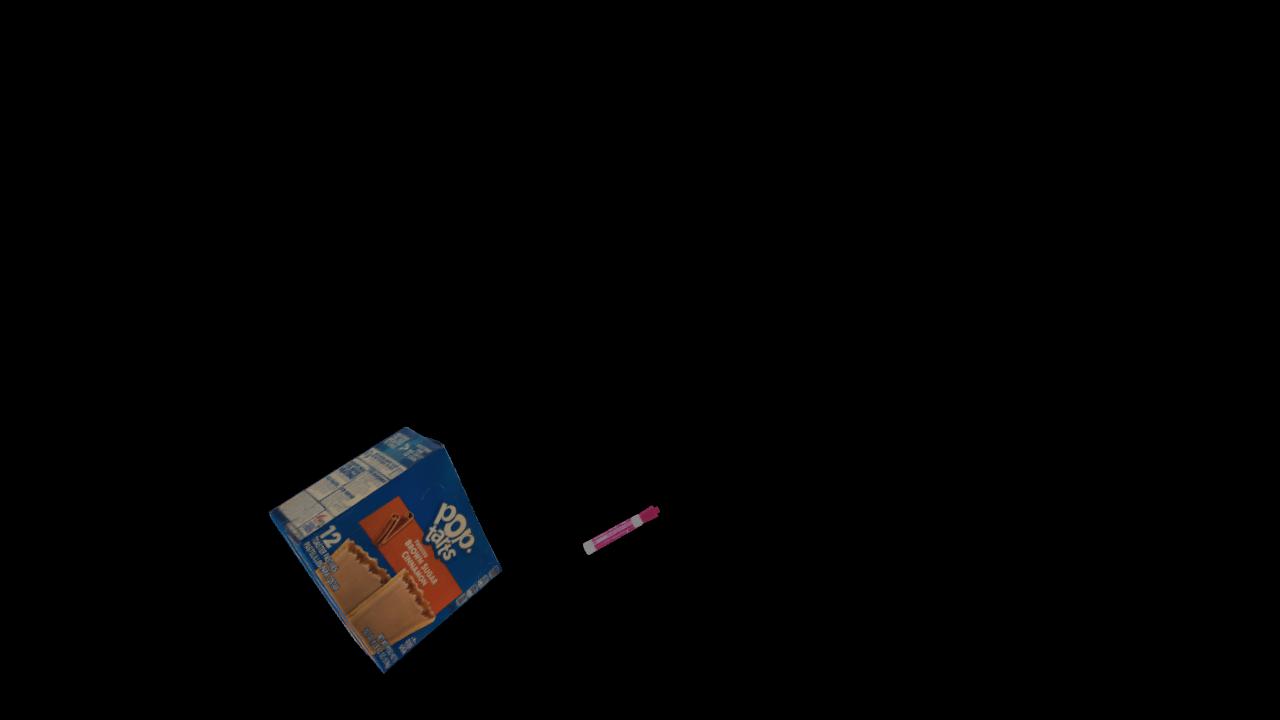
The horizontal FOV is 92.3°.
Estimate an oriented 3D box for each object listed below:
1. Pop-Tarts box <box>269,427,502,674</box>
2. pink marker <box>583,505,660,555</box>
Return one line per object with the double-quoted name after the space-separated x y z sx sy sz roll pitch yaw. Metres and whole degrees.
-0.232 0.175 0.584 0.083 0.167 0.141 14 39 42 "Pop-Tarts box"
-0.026 0.244 0.886 0.121 0.020 0.020 -30 -1 1 "pink marker"
